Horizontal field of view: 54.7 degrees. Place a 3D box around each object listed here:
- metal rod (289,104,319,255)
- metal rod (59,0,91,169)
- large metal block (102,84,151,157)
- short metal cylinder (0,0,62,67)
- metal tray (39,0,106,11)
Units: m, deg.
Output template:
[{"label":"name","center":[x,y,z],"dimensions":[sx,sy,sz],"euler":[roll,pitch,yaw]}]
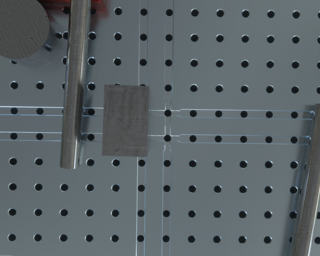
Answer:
[{"label":"metal rod","center":[0.197,0.117,0.416],"dimensions":[0.025,0.025,0.298],"euler":[10,90,-1]},{"label":"metal rod","center":[-0.104,-0.096,0.390],"dimensions":[0.025,0.025,0.298],"euler":[6,98,-1]},{"label":"large metal block","center":[-0.038,-0.008,0.385],"dimensions":[0.050,0.080,0.079],"euler":[2,90,0]},{"label":"short metal cylinder","center":[-0.174,-0.123,0.399],"dimensions":[0.081,0.050,0.079],"euler":[0,90,-1]},{"label":"metal tray","center":[-0.137,-0.207,0.408],"dimensions":[0.131,0.030,0.089],"euler":[2,90,-1]}]
